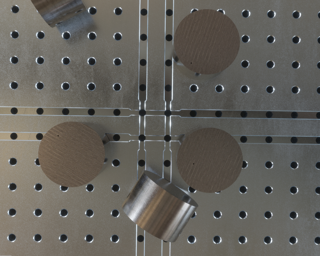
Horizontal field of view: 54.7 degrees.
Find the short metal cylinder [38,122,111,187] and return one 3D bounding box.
[{"bbox_3d":[-0.107,0.032,0.400,0.081,0.050,0.079,0,90,-1],"label":"short metal cylinder"}]

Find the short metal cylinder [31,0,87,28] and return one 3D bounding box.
[{"bbox_3d":[-0.133,-0.173,0.384,0.050,0.080,0.080,-27,90,0],"label":"short metal cylinder"}]

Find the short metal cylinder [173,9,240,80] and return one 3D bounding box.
[{"bbox_3d":[0.057,-0.105,0.402,0.081,0.050,0.079,0,90,-1],"label":"short metal cylinder"}]

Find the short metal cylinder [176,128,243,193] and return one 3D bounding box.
[{"bbox_3d":[0.061,0.039,0.402,0.081,0.050,0.079,0,90,-1],"label":"short metal cylinder"}]

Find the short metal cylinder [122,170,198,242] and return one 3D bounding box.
[{"bbox_3d":[0.000,0.096,0.386,0.080,0.080,0.050,32,90,-1],"label":"short metal cylinder"}]
